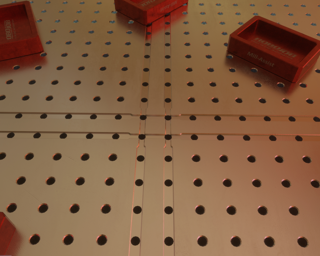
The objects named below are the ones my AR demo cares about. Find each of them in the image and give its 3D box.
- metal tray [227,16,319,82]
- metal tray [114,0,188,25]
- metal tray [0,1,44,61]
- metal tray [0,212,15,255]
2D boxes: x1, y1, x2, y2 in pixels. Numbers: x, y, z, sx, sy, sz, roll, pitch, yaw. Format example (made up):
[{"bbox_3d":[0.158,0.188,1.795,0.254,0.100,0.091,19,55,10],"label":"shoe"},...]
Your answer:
[{"bbox_3d":[0.192,-0.137,0.521,0.130,0.030,0.090,34,58,25],"label":"metal tray"},{"bbox_3d":[-0.015,-0.262,0.623,0.090,0.030,0.131,36,58,26],"label":"metal tray"},{"bbox_3d":[-0.265,-0.174,0.546,0.091,0.030,0.130,-17,52,-14],"label":"metal tray"},{"bbox_3d":[-0.224,0.122,0.299,0.131,0.030,0.090,5,50,4],"label":"metal tray"}]
